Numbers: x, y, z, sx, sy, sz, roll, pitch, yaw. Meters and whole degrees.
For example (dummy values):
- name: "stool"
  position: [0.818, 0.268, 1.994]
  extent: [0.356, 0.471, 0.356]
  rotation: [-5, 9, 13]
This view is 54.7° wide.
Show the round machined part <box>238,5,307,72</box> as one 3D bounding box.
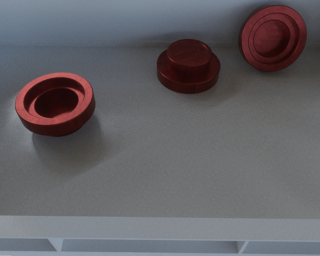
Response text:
- name: "round machined part"
  position: [0.172, -0.140, 0.485]
  extent: [0.099, 0.097, 0.042]
  rotation: [0, 21, 0]

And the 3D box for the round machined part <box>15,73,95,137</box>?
- name: "round machined part"
  position: [-0.136, -0.027, 0.415]
  extent: [0.099, 0.042, 0.098]
  rotation: [0, 50, 0]

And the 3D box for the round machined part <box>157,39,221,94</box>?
- name: "round machined part"
  position: [0.044, -0.101, 0.479]
  extent: [0.099, 0.042, 0.098]
  rotation: [0, 50, 0]
